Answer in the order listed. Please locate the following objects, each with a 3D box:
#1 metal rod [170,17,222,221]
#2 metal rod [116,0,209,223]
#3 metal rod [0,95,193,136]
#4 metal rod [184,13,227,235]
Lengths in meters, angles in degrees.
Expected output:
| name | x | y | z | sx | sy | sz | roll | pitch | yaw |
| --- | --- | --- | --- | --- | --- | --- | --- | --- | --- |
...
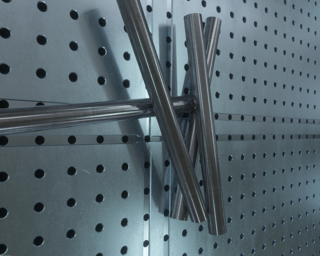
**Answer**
| name | x | y | z | sx | sy | sz | roll | pitch | yaw |
| --- | --- | --- | --- | --- | --- | --- | --- | --- | --- |
| metal rod | 0.054 | -0.019 | 0.452 | 0.025 | 0.025 | 0.299 | 18 | 79 | -39 |
| metal rod | 0.007 | -0.016 | 0.380 | 0.025 | 0.025 | 0.299 | -30 | 109 | -36 |
| metal rod | -0.076 | -0.016 | 0.344 | 0.302 | 0.025 | 0.025 | -9 | 96 | -39 |
| metal rod | 0.062 | -0.005 | 0.426 | 0.025 | 0.025 | 0.298 | -7 | 90 | -40 |
